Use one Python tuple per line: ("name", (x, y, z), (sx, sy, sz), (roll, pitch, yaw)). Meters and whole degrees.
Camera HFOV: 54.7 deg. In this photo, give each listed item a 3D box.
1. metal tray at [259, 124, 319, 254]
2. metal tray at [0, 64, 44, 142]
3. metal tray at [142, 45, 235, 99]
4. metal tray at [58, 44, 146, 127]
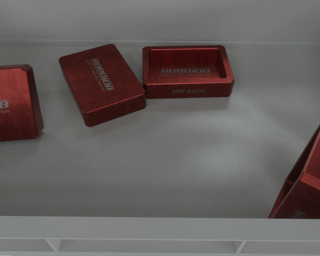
("metal tray", (0.140, 0.054, 0.293), (0.030, 0.129, 0.090), (27, 55, 20))
("metal tray", (-0.221, -0.028, 0.381), (0.131, 0.089, 0.030), (-5, 20, -5))
("metal tray", (0.039, -0.088, 0.475), (0.131, 0.030, 0.090), (-2, 50, -2))
("metal tray", (-0.087, -0.068, 0.458), (0.091, 0.030, 0.130), (-20, 53, -17))
